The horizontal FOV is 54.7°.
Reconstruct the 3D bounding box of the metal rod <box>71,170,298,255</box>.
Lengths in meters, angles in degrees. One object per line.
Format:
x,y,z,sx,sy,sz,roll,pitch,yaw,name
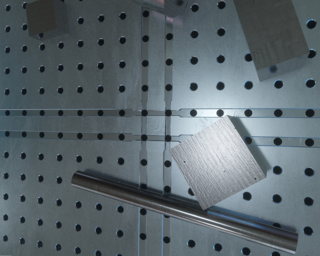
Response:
0.017,0.104,0.405,0.301,0.025,0.025,12,94,19,metal rod

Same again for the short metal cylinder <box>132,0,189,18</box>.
0.005,-0.184,0.381,0.050,0.080,0.080,28,99,17,short metal cylinder

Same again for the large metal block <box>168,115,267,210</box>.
0.071,0.040,0.374,0.080,0.050,0.080,-33,80,16,large metal block

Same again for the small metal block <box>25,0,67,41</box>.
-0.173,-0.166,0.472,0.050,0.025,0.050,-8,87,19,small metal block

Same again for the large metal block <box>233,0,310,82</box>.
0.121,-0.102,0.341,0.050,0.080,0.080,-18,84,19,large metal block
